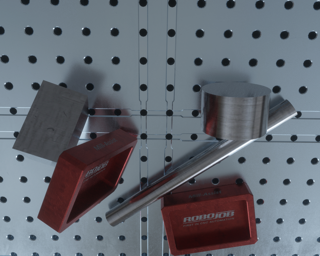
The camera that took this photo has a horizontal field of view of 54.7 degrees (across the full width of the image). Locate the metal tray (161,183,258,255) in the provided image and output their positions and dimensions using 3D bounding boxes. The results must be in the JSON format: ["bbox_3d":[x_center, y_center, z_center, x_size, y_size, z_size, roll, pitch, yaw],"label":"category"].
[{"bbox_3d":[0.073,0.137,0.461,0.131,0.030,0.089,-10,110,3],"label":"metal tray"}]

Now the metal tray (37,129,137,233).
[{"bbox_3d":[-0.081,0.057,0.376,0.030,0.131,0.089,29,109,13],"label":"metal tray"}]

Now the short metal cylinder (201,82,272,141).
[{"bbox_3d":[0.090,-0.023,0.376,0.081,0.080,0.050,-1,110,0],"label":"short metal cylinder"}]

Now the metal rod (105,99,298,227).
[{"bbox_3d":[0.049,0.054,0.433,0.300,0.025,0.025,-34,107,11],"label":"metal rod"}]

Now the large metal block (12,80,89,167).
[{"bbox_3d":[-0.123,0.001,0.366,0.050,0.080,0.080,19,74,-7],"label":"large metal block"}]
